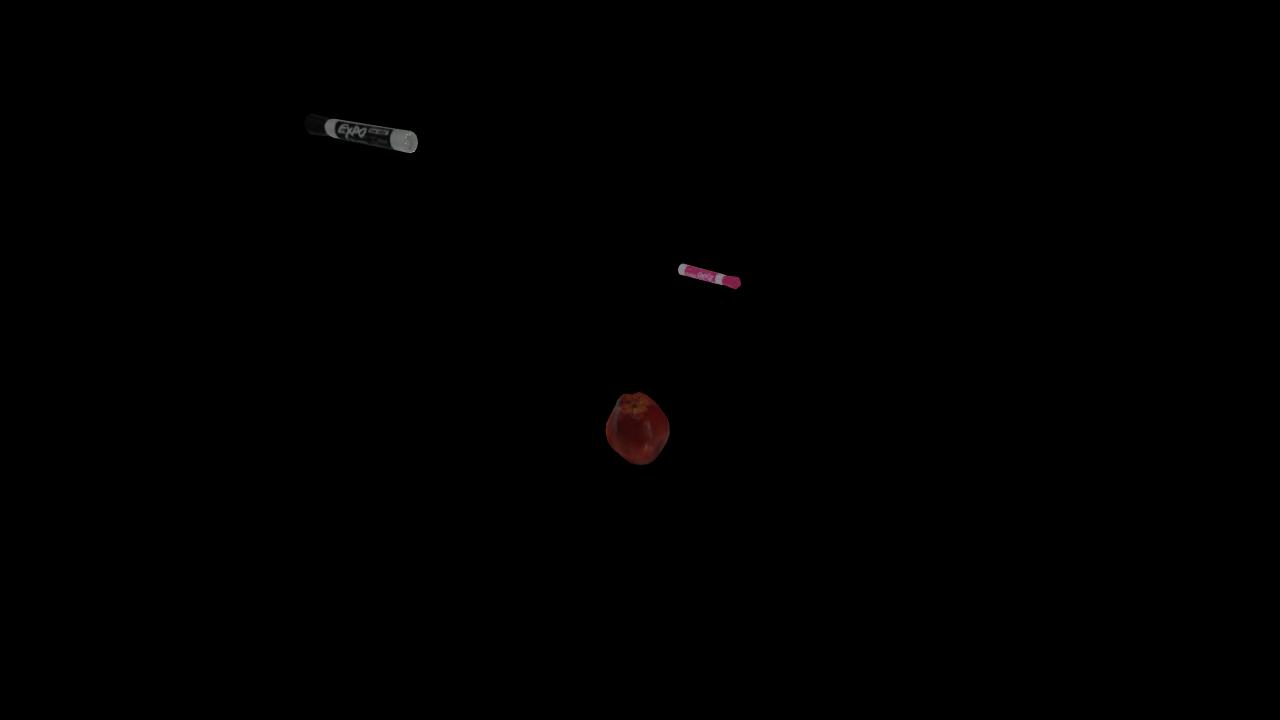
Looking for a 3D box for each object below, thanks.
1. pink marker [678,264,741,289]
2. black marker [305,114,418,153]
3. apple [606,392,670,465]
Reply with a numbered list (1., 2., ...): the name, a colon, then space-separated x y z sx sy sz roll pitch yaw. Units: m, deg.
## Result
1. pink marker: 0.110 -0.133 0.974 0.020 0.020 0.121 0 17 -45
2. black marker: -0.255 -0.206 0.557 0.121 0.020 0.020 16 5 19
3. apple: -0.003 0.084 0.749 0.079 0.093 0.079 0 44 0
